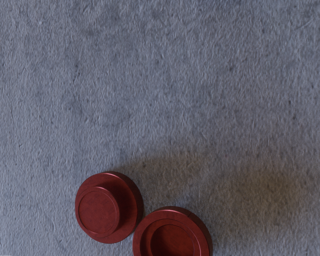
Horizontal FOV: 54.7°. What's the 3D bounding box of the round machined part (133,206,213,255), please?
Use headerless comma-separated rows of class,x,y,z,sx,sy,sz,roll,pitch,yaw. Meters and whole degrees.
round machined part,0.019,0.147,0.393,0.098,0.042,0.097,0,90,19

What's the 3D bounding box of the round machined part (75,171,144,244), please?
round machined part,-0.076,0.111,0.425,0.098,0.042,0.097,0,90,19
